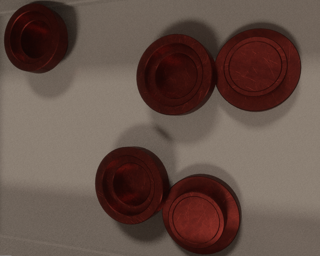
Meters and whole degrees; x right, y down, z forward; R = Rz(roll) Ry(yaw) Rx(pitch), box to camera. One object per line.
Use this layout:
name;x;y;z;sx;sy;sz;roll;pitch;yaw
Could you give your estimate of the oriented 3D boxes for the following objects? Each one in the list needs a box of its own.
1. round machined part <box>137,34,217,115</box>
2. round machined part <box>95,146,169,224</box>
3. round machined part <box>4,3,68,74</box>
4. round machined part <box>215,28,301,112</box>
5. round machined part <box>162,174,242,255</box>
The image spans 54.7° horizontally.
round machined part;0.023;-0.064;0.390;0.098;0.042;0.097;0;91;24
round machined part;-0.033;0.073;0.409;0.098;0.042;0.097;-1;88;24
round machined part;-0.178;-0.130;0.463;0.098;0.042;0.097;0;90;19
round machined part;0.112;-0.068;0.362;0.098;0.042;0.097;0;90;19
round machined part;0.049;0.109;0.384;0.098;0.042;0.097;0;90;19
